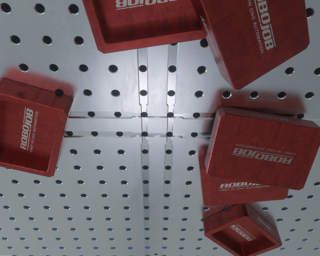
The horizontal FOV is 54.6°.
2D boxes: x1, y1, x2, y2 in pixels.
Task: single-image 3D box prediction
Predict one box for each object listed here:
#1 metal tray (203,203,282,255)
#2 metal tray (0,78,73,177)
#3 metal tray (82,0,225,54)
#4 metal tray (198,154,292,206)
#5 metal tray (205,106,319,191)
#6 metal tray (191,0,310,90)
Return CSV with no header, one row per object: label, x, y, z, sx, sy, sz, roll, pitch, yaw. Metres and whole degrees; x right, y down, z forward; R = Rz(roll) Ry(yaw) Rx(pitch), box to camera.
metal tray,0.153,0.195,0.574,0.090,0.030,0.130,-34,123,25
metal tray,-0.175,0.006,0.411,0.091,0.030,0.129,16,128,-13
metal tray,-0.006,-0.127,0.299,0.131,0.030,0.090,-7,130,6
metal tray,0.128,0.076,0.474,0.131,0.030,0.090,-6,130,5
metal tray,0.132,0.027,0.407,0.131,0.030,0.089,9,111,-1
metal tray,0.085,-0.108,0.289,0.090,0.030,0.130,-32,133,3
